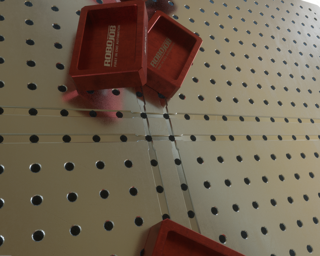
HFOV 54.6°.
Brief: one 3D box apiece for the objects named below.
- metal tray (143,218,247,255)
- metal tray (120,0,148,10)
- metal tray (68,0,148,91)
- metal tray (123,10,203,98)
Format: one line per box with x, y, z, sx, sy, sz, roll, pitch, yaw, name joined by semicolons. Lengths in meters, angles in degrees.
0.042;0.164;0.326;0.130;0.030;0.090;28;52;-10;metal tray
-0.030;-0.269;0.523;0.131;0.030;0.090;-41;92;-22;metal tray
-0.064;-0.112;0.410;0.090;0.030;0.130;-4;59;6;metal tray
0.006;-0.117;0.478;0.090;0.030;0.130;32;52;-8;metal tray
